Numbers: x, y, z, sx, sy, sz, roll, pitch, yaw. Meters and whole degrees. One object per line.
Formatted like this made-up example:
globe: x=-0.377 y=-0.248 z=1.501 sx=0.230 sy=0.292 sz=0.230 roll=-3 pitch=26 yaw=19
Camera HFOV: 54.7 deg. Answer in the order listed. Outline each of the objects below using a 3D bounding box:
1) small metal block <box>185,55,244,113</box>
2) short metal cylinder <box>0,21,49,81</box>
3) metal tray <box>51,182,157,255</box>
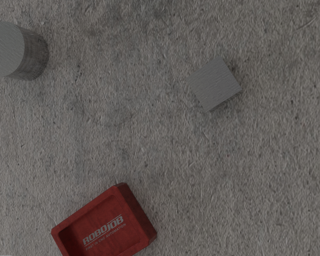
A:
small metal block: x=0.068 y=-0.053 z=0.385 sx=0.050 sy=0.025 sz=0.050 roll=-33 pitch=80 yaw=17
short metal cylinder: x=-0.220 y=-0.115 z=0.473 sx=0.080 sy=0.050 sz=0.079 roll=0 pitch=90 yaw=20
metal tray: x=-0.081 y=0.148 z=0.434 sx=0.130 sy=0.030 sz=0.090 roll=-37 pitch=79 yaw=16
